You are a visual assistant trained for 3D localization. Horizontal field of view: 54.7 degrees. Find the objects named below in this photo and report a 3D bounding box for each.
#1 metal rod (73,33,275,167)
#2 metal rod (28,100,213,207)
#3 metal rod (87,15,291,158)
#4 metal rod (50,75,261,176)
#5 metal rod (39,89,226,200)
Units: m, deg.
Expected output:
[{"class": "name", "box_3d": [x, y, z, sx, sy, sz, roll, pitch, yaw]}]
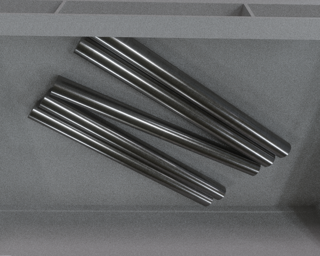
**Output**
[{"class": "metal rod", "box_3d": [0.035, -0.023, 0.388, 0.301, 0.025, 0.025, 29, 124, -23]}, {"class": "metal rod", "box_3d": [-0.040, 0.047, 0.447, 0.301, 0.025, 0.025, 31, 124, -24]}, {"class": "metal rod", "box_3d": [0.052, -0.037, 0.376, 0.301, 0.025, 0.025, 29, 124, -23]}, {"class": "metal rod", "box_3d": [0.008, 0.004, 0.411, 0.302, 0.025, 0.025, 23, 127, -19]}, {"class": "metal rod", "box_3d": [-0.022, 0.033, 0.436, 0.301, 0.025, 0.025, 31, 124, -24]}]
